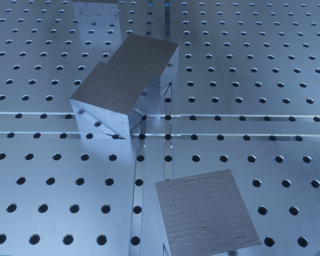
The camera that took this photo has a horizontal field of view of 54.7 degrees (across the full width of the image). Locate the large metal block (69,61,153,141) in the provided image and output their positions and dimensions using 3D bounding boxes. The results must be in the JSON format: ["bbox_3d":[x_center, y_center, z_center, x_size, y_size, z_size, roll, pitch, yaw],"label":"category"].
[{"bbox_3d":[-0.062,-0.039,0.423,0.080,0.050,0.080,17,52,13],"label":"large metal block"}]

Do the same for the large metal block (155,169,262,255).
[{"bbox_3d":[0.042,0.095,0.312,0.081,0.050,0.080,-9,51,-8],"label":"large metal block"}]

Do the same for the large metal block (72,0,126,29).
[{"bbox_3d":[-0.111,-0.234,0.587,0.080,0.050,0.080,3,50,2],"label":"large metal block"}]

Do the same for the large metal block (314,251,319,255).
[{"bbox_3d":[0.171,0.140,0.257,0.080,0.080,0.050,31,57,23],"label":"large metal block"}]

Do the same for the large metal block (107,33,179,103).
[{"bbox_3d":[-0.023,-0.093,0.469,0.080,0.050,0.080,16,52,13],"label":"large metal block"}]
